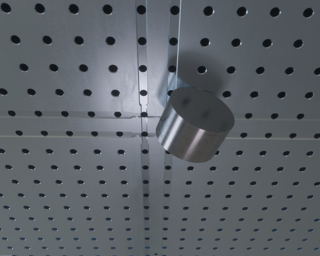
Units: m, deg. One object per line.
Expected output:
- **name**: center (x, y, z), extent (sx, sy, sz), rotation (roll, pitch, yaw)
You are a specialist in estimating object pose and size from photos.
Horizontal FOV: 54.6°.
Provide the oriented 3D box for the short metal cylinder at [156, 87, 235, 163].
- **short metal cylinder**: center (0.041, -0.005, 0.371), extent (0.080, 0.080, 0.050), rotation (15, 129, -12)
